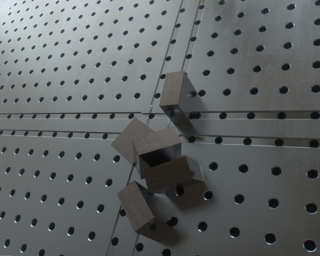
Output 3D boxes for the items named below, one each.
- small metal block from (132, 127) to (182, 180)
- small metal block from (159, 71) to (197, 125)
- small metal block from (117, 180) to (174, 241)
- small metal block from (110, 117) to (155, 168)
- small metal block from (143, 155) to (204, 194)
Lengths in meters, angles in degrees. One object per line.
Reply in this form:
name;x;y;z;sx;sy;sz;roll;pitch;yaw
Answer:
small metal block;-0.004;0.030;0.366;0.050;0.050;0.025;-16;51;-13
small metal block;0.025;-0.038;0.403;0.025;0.050;0.050;-3;61;27
small metal block;-0.016;0.092;0.345;0.025;0.050;0.050;-38;51;3
small metal block;-0.029;0.021;0.412;0.050;0.025;0.050;-49;51;-7
small metal block;0.017;0.054;0.348;0.050;0.050;0.025;-21;70;16
